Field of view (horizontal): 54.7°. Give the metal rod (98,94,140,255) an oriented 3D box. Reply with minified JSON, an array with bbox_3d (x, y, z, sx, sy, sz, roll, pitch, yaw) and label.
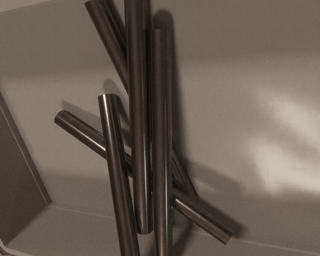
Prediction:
[{"bbox_3d":[-0.049,0.103,0.411,0.025,0.025,0.298,-11,86,32],"label":"metal rod"}]

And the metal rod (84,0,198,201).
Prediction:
[{"bbox_3d":[-0.016,-0.019,0.403,0.025,0.025,0.299,-12,112,33],"label":"metal rod"}]

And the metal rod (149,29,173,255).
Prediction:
[{"bbox_3d":[0.003,0.035,0.382,0.025,0.025,0.298,6,107,24],"label":"metal rod"}]

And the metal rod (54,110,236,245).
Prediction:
[{"bbox_3d":[-0.031,0.062,0.438,0.300,0.025,0.025,33,129,15],"label":"metal rod"}]

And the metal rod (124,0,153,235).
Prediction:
[{"bbox_3d":[-0.024,-0.002,0.381,0.025,0.025,0.298,8,110,24],"label":"metal rod"}]
